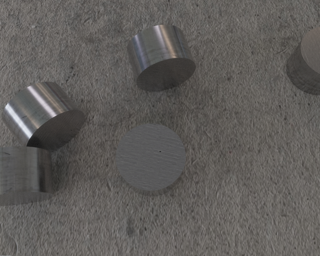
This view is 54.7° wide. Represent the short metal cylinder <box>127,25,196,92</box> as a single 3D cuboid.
[{"bbox_3d":[0.001,-0.090,0.412,0.081,0.080,0.050,-15,71,-5],"label":"short metal cylinder"}]

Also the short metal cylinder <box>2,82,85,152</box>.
[{"bbox_3d":[-0.141,-0.010,0.382,0.080,0.080,0.050,-40,75,-13],"label":"short metal cylinder"}]

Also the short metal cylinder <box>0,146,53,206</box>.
[{"bbox_3d":[-0.167,0.057,0.357,0.081,0.080,0.050,-9,71,-3],"label":"short metal cylinder"}]

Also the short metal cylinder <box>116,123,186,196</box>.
[{"bbox_3d":[-0.010,0.040,0.380,0.081,0.050,0.080,0,70,0],"label":"short metal cylinder"}]

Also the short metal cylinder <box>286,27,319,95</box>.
[{"bbox_3d":[0.225,-0.092,0.430,0.081,0.050,0.080,0,70,0],"label":"short metal cylinder"}]
